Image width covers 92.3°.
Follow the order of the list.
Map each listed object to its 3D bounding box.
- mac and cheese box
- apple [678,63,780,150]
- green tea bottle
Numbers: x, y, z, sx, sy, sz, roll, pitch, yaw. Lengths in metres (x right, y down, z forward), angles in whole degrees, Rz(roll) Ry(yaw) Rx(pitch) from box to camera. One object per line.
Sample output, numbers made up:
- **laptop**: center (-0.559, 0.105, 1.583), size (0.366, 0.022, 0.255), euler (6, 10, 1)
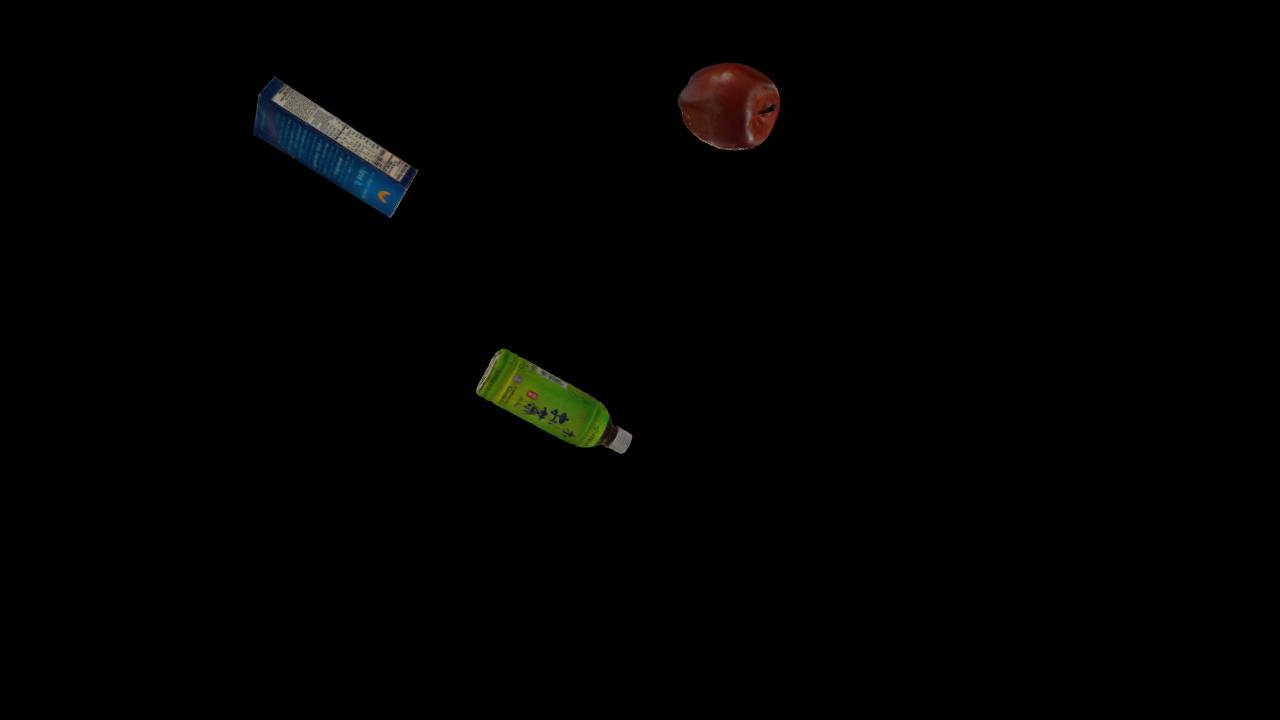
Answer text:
- **mac and cheese box**: center (-0.385, -0.263, 0.780), size (0.184, 0.041, 0.093), euler (32, -30, -24)
- **apple**: center (0.084, -0.236, 0.571), size (0.093, 0.079, 0.079), euler (24, 13, 32)
- **green tea bottle**: center (-0.105, 0.063, 0.808), size (0.212, 0.073, 0.073), euler (29, -8, -14)
